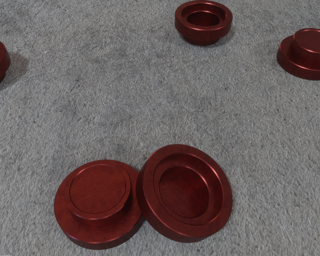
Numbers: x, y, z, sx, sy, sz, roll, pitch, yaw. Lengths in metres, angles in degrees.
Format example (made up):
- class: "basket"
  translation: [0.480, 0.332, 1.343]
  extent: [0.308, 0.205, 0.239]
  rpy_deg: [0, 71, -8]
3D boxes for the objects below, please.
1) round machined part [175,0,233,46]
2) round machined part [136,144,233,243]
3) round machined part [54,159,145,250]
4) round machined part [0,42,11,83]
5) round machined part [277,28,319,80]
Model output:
- class: "round machined part"
  translation: [0.075, -0.181, 0.545]
  extent: [0.099, 0.042, 0.098]
  rpy_deg: [0, 50, 0]
- class: "round machined part"
  translation: [0.022, 0.069, 0.320]
  extent: [0.099, 0.042, 0.098]
  rpy_deg: [13, 52, -18]
- class: "round machined part"
  translation: [-0.063, 0.073, 0.330]
  extent: [0.099, 0.042, 0.098]
  rpy_deg: [0, 50, 0]
- class: "round machined part"
  translation: [-0.276, -0.091, 0.467]
  extent: [0.099, 0.042, 0.098]
  rpy_deg: [0, 50, 0]
- class: "round machined part"
  translation: [0.244, -0.124, 0.498]
  extent: [0.099, 0.042, 0.098]
  rpy_deg: [0, 50, 0]
